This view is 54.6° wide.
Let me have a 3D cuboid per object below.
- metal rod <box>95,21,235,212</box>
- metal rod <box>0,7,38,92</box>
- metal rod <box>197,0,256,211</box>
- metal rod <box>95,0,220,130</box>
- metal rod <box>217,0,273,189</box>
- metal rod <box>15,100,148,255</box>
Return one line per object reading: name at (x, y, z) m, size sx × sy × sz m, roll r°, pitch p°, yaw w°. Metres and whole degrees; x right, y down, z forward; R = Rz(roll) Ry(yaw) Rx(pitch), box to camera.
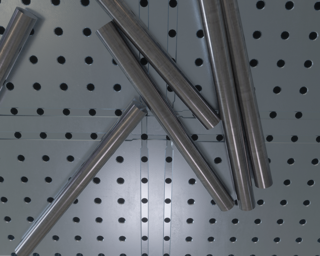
metal rod at (0.016, -0.004, 0.412) m, size 0.025 × 0.025 × 0.300 m, roll -32°, pitch 107°, yaw 11°
metal rod at (-0.239, -0.018, 0.404) m, size 0.025 × 0.025 × 0.299 m, roll 33°, pitch 107°, yaw -11°
metal rod at (0.090, -0.019, 0.399) m, size 0.025 × 0.025 × 0.299 m, roll -14°, pitch 113°, yaw 5°
metal rod at (-0.027, -0.113, 0.371) m, size 0.025 × 0.025 × 0.300 m, roll -39°, pitch 106°, yaw 13°
metal rod at (0.106, -0.055, 0.393) m, size 0.025 × 0.025 × 0.299 m, roll -16°, pitch 110°, yaw 6°
metal rod at (-0.119, 0.082, 0.442) m, size 0.025 × 0.025 × 0.299 m, roll 37°, pitch 106°, yaw -13°
